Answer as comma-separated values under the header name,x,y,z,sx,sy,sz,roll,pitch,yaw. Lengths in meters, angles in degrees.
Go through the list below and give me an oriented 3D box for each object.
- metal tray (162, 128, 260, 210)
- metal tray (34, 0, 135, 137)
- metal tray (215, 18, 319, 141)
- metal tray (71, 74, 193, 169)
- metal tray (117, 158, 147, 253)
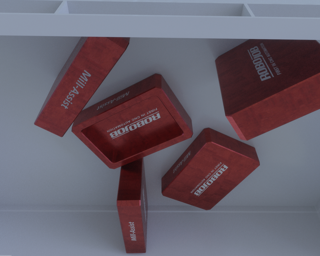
name,x,y,z,sx,sy,sz,roll,pitch,yaw
metal tray,0.071,0.066,0.463,0.091,0.030,0.129,23,127,-19
metal tray,-0.075,-0.063,0.312,0.030,0.090,0.129,30,124,-23
metal tray,0.104,-0.052,0.294,0.090,0.130,0.030,-27,118,21
metal tray,-0.035,-0.003,0.402,0.130,0.030,0.090,-24,127,19
metal tray,-0.038,0.114,0.463,0.030,0.090,0.129,-1,130,1
